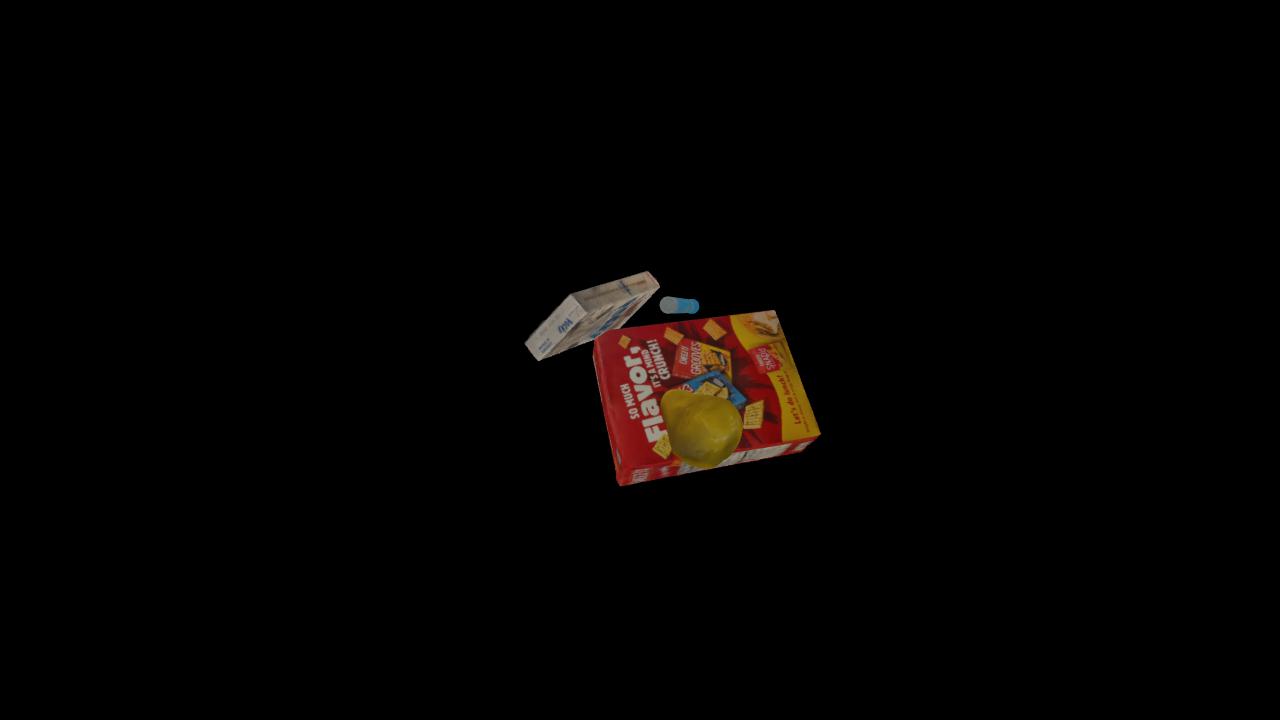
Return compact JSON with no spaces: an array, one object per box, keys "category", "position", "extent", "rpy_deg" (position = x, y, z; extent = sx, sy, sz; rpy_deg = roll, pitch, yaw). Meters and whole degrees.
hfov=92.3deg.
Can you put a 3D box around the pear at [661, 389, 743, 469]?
[{"category":"pear","position":[0.050,0.059,0.638],"extent":[0.111,0.080,0.080],"rpy_deg":[36,18,27]}]

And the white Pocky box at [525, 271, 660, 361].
[{"category":"white Pocky box","position":[-0.046,-0.049,0.643],"extent":[0.084,0.028,0.154],"rpy_deg":[-43,-8,32]}]

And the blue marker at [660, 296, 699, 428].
[{"category":"blue marker","position":[0.048,-0.063,0.716],"extent":[0.020,0.020,0.121],"rpy_deg":[0,4,18]}]

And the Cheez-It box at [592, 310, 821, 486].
[{"category":"Cheez-It box","position":[0.069,0.039,0.699],"extent":[0.223,0.166,0.071],"rpy_deg":[-8,-26,-12]}]
